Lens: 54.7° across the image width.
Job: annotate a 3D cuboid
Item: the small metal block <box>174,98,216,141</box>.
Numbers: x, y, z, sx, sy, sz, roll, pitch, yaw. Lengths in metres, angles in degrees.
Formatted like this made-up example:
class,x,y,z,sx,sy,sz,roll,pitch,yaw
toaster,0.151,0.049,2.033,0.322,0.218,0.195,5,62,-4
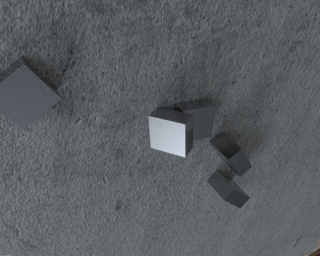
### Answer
class,x,y,z,sx,sy,sz,roll,pitch,yaw
small metal block,0.046,-0.010,0.426,0.050,0.025,0.050,-11,123,-22

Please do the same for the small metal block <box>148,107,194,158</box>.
class,x,y,z,sx,sy,sz,roll,pitch,yaw
small metal block,0.015,0.005,0.398,0.025,0.050,0.050,-47,143,-47

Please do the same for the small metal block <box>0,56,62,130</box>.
class,x,y,z,sx,sy,sz,roll,pitch,yaw
small metal block,-0.137,-0.034,0.310,0.050,0.025,0.050,-40,130,-1

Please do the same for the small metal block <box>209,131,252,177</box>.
class,x,y,z,sx,sy,sz,roll,pitch,yaw
small metal block,0.108,0.040,0.475,0.025,0.050,0.050,-40,130,-1

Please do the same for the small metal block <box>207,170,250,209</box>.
class,x,y,z,sx,sy,sz,roll,pitch,yaw
small metal block,0.114,0.102,0.516,0.050,0.050,0.025,32,100,-38
